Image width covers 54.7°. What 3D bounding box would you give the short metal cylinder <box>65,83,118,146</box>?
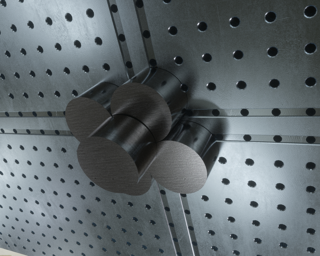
[{"bbox_3d":[-0.081,-0.016,0.425,0.080,0.050,0.079,13,124,20],"label":"short metal cylinder"}]

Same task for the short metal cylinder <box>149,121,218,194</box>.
[{"bbox_3d":[0.030,0.038,0.401,0.080,0.050,0.079,13,124,20],"label":"short metal cylinder"}]

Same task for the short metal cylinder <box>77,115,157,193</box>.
[{"bbox_3d":[-0.051,0.031,0.372,0.080,0.050,0.079,13,125,19],"label":"short metal cylinder"}]

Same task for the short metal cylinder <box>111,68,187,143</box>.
[{"bbox_3d":[-0.013,-0.028,0.382,0.080,0.050,0.079,13,124,20],"label":"short metal cylinder"}]

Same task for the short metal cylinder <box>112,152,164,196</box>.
[{"bbox_3d":[-0.038,0.049,0.443,0.080,0.050,0.079,13,124,20],"label":"short metal cylinder"}]
